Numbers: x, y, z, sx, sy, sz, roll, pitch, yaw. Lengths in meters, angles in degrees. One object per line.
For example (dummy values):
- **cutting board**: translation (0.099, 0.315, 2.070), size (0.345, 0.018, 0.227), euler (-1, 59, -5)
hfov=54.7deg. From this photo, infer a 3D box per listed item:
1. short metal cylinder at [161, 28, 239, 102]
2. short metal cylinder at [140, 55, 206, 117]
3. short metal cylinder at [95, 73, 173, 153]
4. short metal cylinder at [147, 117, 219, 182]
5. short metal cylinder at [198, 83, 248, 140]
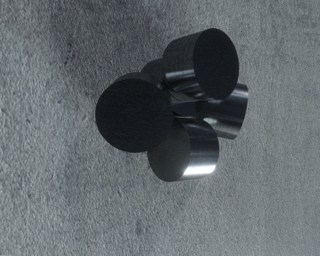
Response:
- **short metal cylinder**: translation (0.049, -0.072, 0.366), size (0.081, 0.050, 0.079), euler (0, 90, -40)
- **short metal cylinder**: translation (0.018, -0.054, 0.407), size (0.081, 0.050, 0.079), euler (0, 90, -40)
- **short metal cylinder**: translation (-0.026, -0.019, 0.343), size (0.081, 0.050, 0.079), euler (0, 107, 1)
- **short metal cylinder**: translation (0.028, 0.027, 0.395), size (0.050, 0.080, 0.079), euler (2, 89, -40)
- **short metal cylinder**: translation (0.086, -0.027, 0.437), size (0.050, 0.080, 0.080), euler (12, 81, -1)
